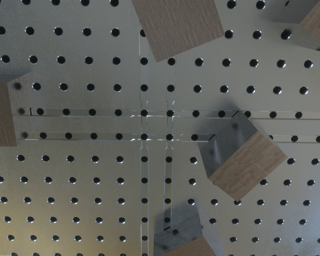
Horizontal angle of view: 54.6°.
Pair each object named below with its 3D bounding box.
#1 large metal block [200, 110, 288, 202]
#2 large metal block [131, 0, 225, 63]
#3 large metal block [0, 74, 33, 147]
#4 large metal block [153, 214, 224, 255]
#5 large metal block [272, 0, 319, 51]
[{"bbox_3d":[0.101,0.032,0.397,0.050,0.080,0.080,39,105,-13],"label":"large metal block"},{"bbox_3d":[0.019,-0.130,0.352,0.080,0.050,0.080,-21,109,7],"label":"large metal block"},{"bbox_3d":[-0.215,-0.024,0.390,0.080,0.050,0.079,1,110,-1],"label":"large metal block"},{"bbox_3d":[0.046,0.192,0.471,0.080,0.050,0.080,-29,108,10],"label":"large metal block"},{"bbox_3d":[0.181,-0.132,0.337,0.050,0.080,0.080,35,106,-12],"label":"large metal block"}]
